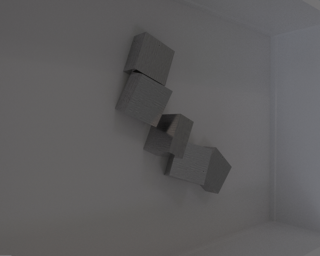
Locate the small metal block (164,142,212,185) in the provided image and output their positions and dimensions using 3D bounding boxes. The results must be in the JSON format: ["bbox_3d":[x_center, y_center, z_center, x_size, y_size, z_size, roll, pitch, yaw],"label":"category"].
[{"bbox_3d":[0.039,0.047,0.427,0.050,0.025,0.050,18,78,-13],"label":"small metal block"}]

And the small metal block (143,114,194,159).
[{"bbox_3d":[0.010,0.010,0.399,0.025,0.050,0.050,30,72,-36],"label":"small metal block"}]

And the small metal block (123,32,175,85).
[{"bbox_3d":[-0.013,-0.085,0.395,0.050,0.025,0.050,25,74,-37],"label":"small metal block"}]

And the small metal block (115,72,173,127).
[{"bbox_3d":[-0.019,-0.035,0.382,0.050,0.025,0.050,25,89,-37],"label":"small metal block"}]

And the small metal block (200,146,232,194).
[{"bbox_3d":[0.077,0.064,0.471,0.050,0.025,0.050,49,61,-29],"label":"small metal block"}]
